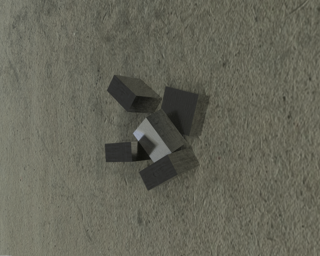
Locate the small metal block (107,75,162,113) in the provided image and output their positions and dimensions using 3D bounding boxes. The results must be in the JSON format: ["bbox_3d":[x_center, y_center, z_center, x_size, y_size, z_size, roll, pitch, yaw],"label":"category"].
[{"bbox_3d":[-0.034,-0.045,0.417,0.050,0.050,0.025,45,117,31],"label":"small metal block"}]

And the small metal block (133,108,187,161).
[{"bbox_3d":[-0.002,0.012,0.379,0.050,0.025,0.050,54,148,6],"label":"small metal block"}]

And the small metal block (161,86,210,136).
[{"bbox_3d":[0.029,-0.021,0.381,0.050,0.025,0.050,20,103,38],"label":"small metal block"}]

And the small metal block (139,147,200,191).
[{"bbox_3d":[0.012,0.049,0.377,0.050,0.050,0.025,-35,76,34],"label":"small metal block"}]

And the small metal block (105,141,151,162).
[{"bbox_3d":[-0.038,0.032,0.420,0.050,0.050,0.025,-6,86,40],"label":"small metal block"}]
